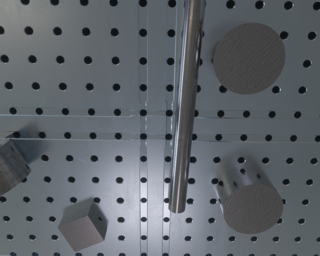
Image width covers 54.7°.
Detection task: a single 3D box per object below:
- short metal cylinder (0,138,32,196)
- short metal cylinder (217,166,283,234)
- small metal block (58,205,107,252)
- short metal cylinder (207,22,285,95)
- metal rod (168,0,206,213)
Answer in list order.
[{"bbox_3d":[-0.218,0.055,0.402,0.080,0.080,0.050,-24,109,8],"label":"short metal cylinder"},{"bbox_3d":[0.125,0.101,0.439,0.081,0.050,0.079,0,110,0],"label":"short metal cylinder"},{"bbox_3d":[-0.116,0.153,0.469,0.050,0.025,0.050,-23,109,8],"label":"small metal block"},{"bbox_3d":[0.100,-0.085,0.370,0.081,0.050,0.079,0,110,0],"label":"short metal cylinder"},{"bbox_3d":[0.033,-0.021,0.405,0.025,0.025,0.298,3,110,-1],"label":"metal rod"}]
